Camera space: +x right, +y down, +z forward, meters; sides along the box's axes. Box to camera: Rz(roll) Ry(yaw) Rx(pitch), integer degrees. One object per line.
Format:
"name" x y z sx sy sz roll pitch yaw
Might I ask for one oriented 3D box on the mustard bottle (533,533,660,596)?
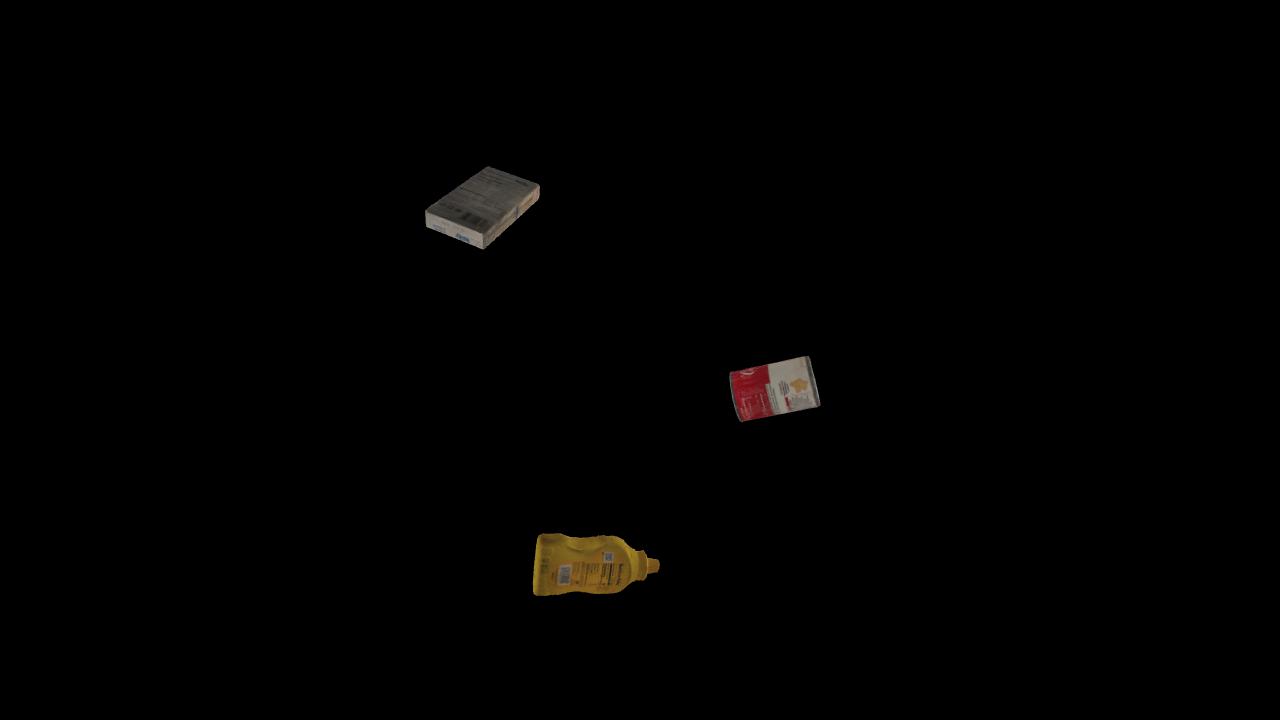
"mustard bottle" -0.061 0.300 0.898 0.184 0.092 0.054 5 11 -13

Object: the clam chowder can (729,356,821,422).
"clam chowder can" 0.172 0.037 0.784 0.102 0.068 0.068 -13 -4 17

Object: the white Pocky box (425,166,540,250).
"white Pocky box" -0.203 -0.204 0.809 0.084 0.028 0.154 22 42 7
